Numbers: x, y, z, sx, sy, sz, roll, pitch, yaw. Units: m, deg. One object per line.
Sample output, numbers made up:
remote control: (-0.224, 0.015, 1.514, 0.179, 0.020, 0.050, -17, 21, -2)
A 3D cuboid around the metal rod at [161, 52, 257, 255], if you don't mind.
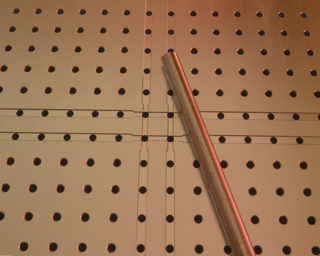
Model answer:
metal rod: (0.059, 0.031, 0.400, 0.025, 0.025, 0.299, -17, 71, -6)
